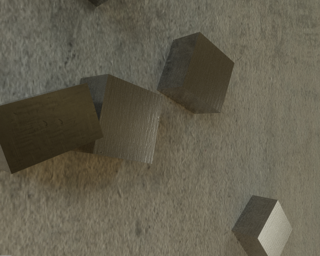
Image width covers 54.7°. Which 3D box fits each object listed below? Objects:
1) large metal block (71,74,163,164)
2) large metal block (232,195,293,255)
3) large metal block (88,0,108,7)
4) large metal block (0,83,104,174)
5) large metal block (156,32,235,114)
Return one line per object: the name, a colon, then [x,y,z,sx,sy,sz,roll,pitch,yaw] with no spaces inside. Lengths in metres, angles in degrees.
large metal block: [-0.048,-0.007,0.345,0.080,0.050,0.080,17,79,-45]
large metal block: [0.181,0.179,0.545,0.080,0.050,0.080,-48,119,-30]
large metal block: [-0.073,-0.193,0.328,0.080,0.050,0.080,30,71,-36]
large metal block: [-0.111,-0.003,0.277,0.081,0.080,0.050,-24,106,-38]
large metal block: [0.052,-0.073,0.434,0.080,0.050,0.080,29,72,-37]
